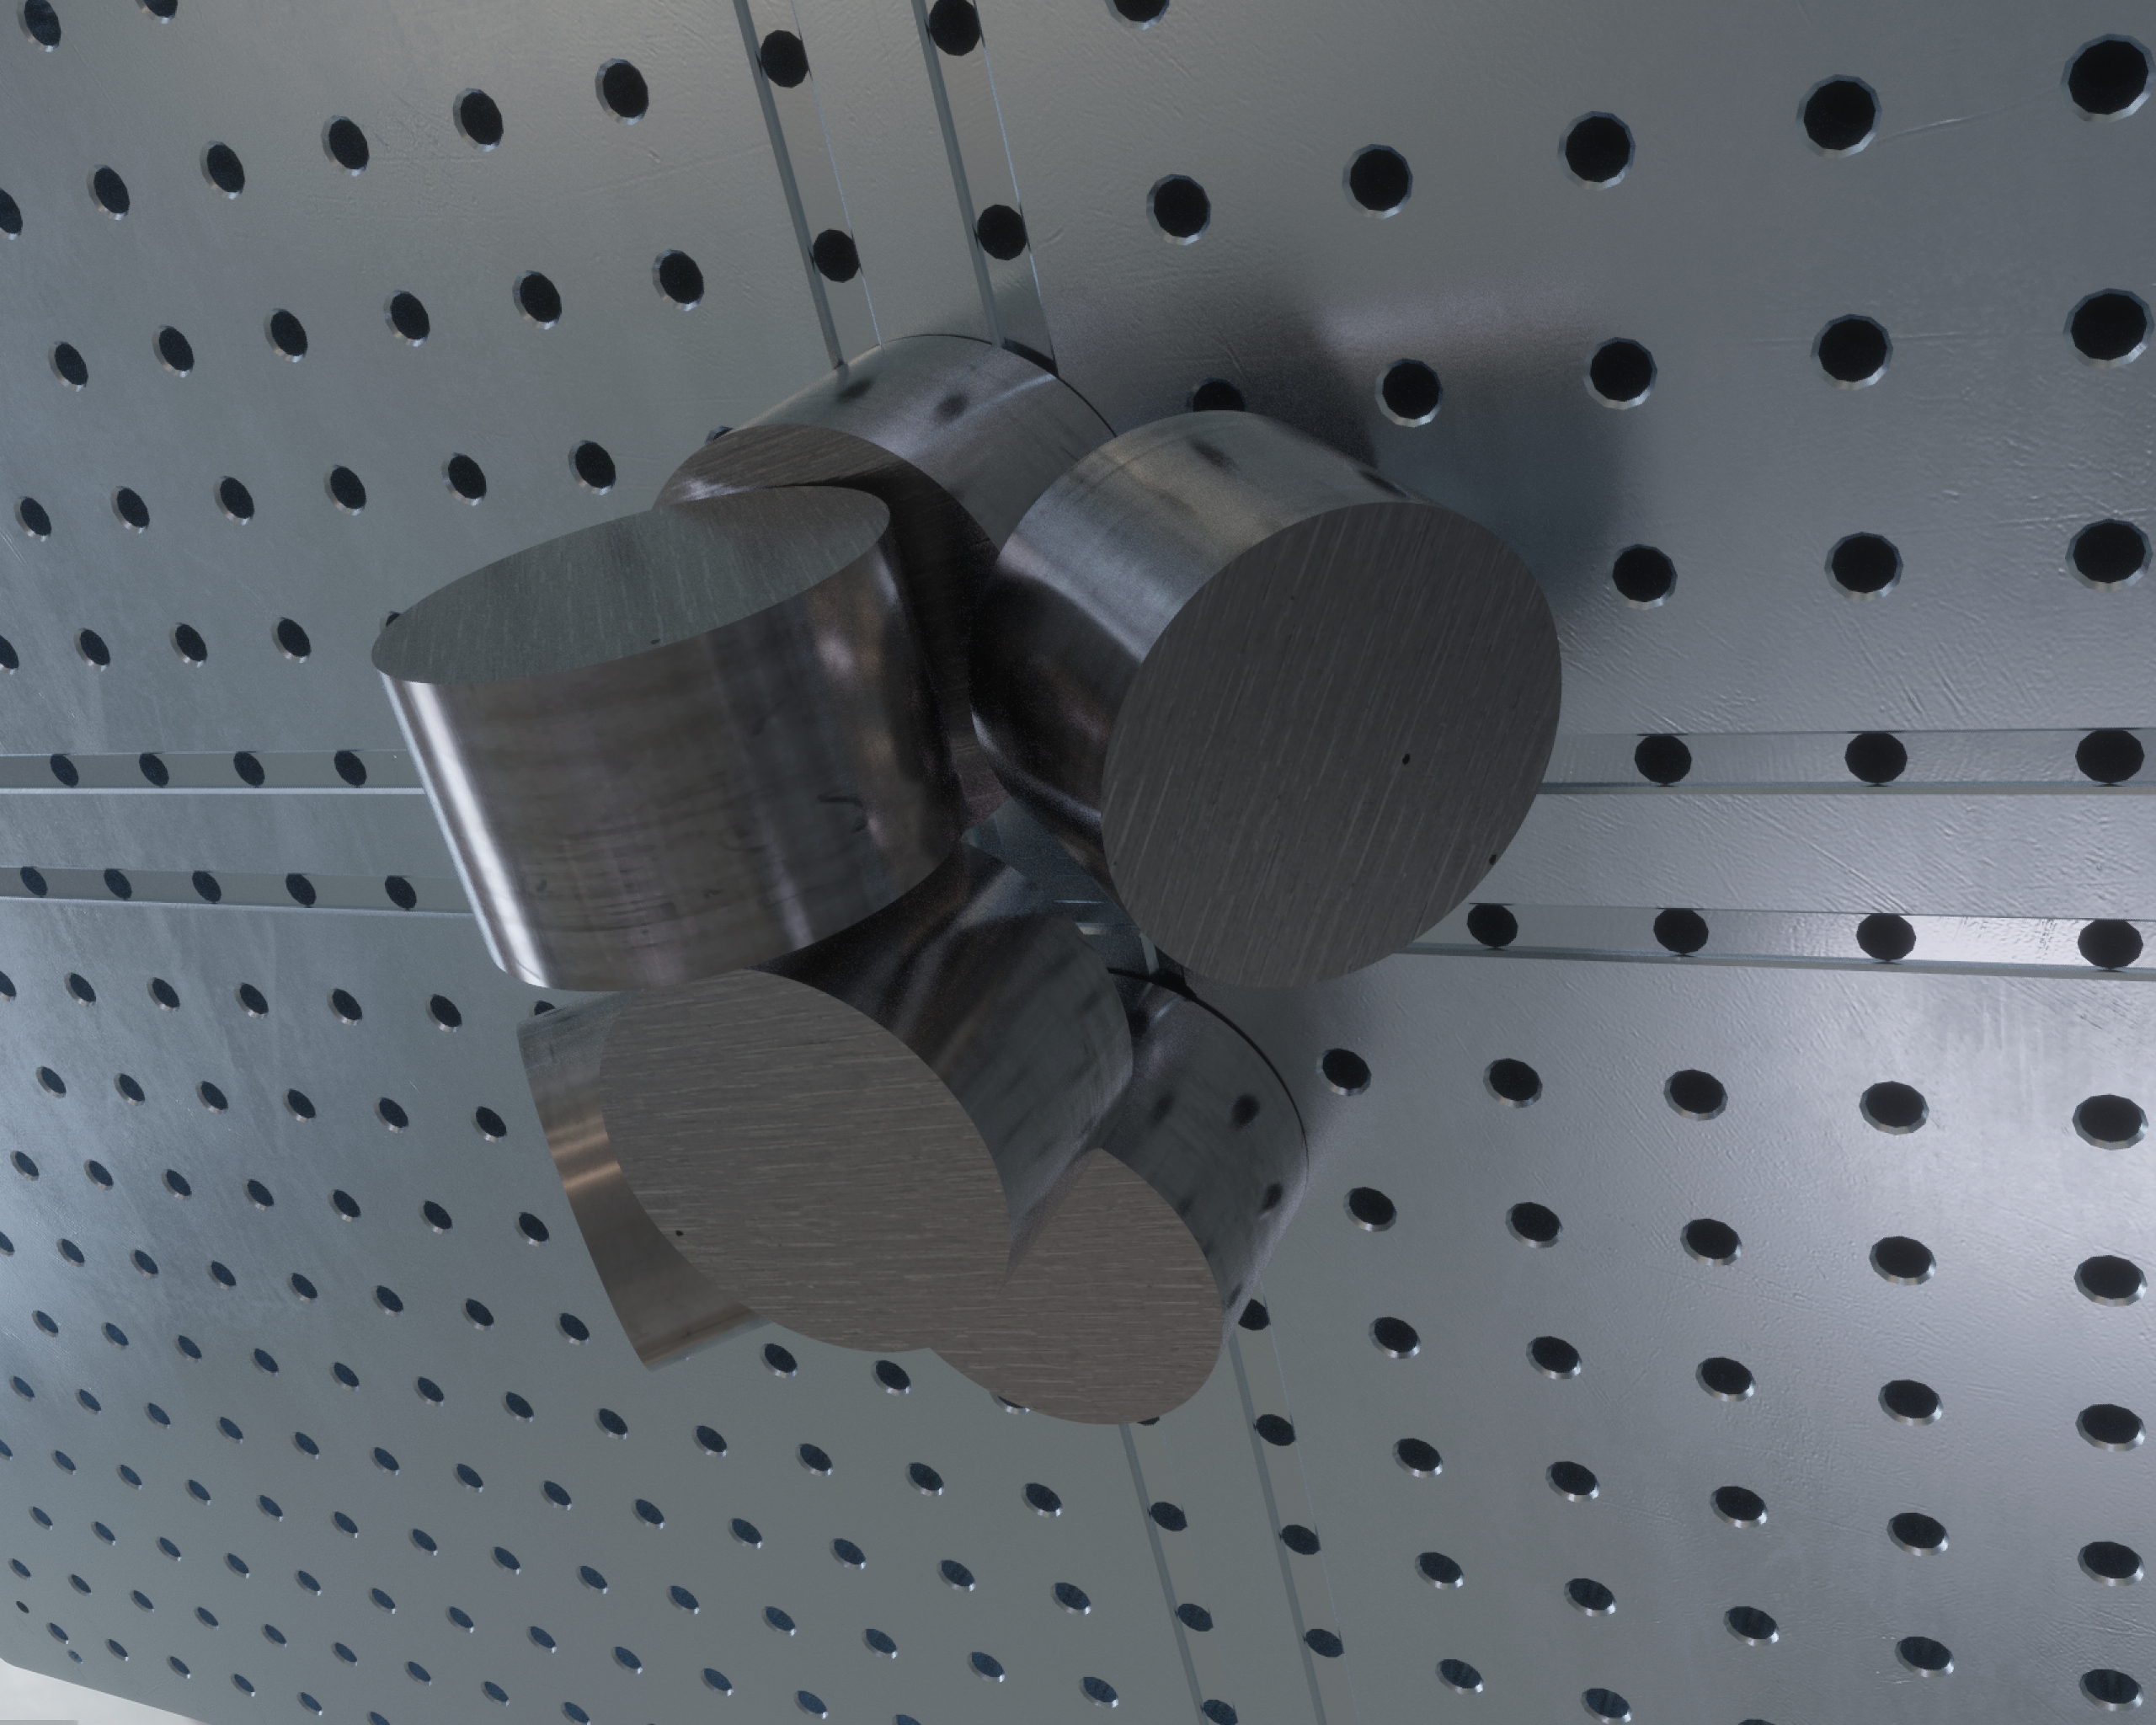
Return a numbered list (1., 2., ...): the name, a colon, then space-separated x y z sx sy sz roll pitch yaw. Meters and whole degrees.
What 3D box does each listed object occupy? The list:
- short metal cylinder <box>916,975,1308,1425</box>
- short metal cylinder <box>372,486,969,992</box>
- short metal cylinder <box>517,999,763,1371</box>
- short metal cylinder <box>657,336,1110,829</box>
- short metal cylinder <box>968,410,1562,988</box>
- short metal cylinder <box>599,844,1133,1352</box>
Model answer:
1. short metal cylinder: 0.002 0.070 0.437 0.080 0.050 0.079 13 125 20
2. short metal cylinder: -0.062 -0.022 0.329 0.080 0.080 0.050 1 119 28
3. short metal cylinder: -0.082 0.062 0.450 0.050 0.080 0.080 -21 114 -11
4. short metal cylinder: -0.032 -0.050 0.381 0.080 0.050 0.079 13 125 20
5. short metal cylinder: 0.029 -0.027 0.335 0.050 0.081 0.079 -134 34 -53
6. short metal cylinder: -0.037 0.040 0.374 0.080 0.050 0.079 13 124 21
